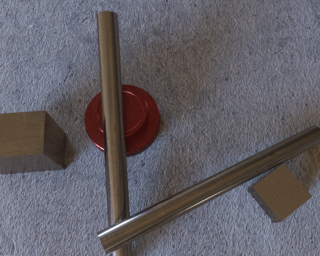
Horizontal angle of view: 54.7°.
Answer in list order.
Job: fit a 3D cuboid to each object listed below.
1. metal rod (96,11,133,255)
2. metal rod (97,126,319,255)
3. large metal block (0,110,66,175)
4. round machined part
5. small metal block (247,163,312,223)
[{"bbox_3d":[-0.053,0.014,0.359,0.025,0.025,0.298,-4,86,-2],"label":"metal rod"},{"bbox_3d":[0.073,0.064,0.364,0.302,0.025,0.025,-23,72,-17],"label":"metal rod"},{"bbox_3d":[-0.165,0.020,0.370,0.081,0.080,0.050,-4,70,-2],"label":"large metal block"},{"bbox_3d":[-0.049,-0.014,0.404,0.099,0.042,0.098,0,70,-1],"label":"round machined part"},{"bbox_3d":[0.146,0.080,0.381,0.050,0.025,0.050,-33,74,-12],"label":"small metal block"}]
